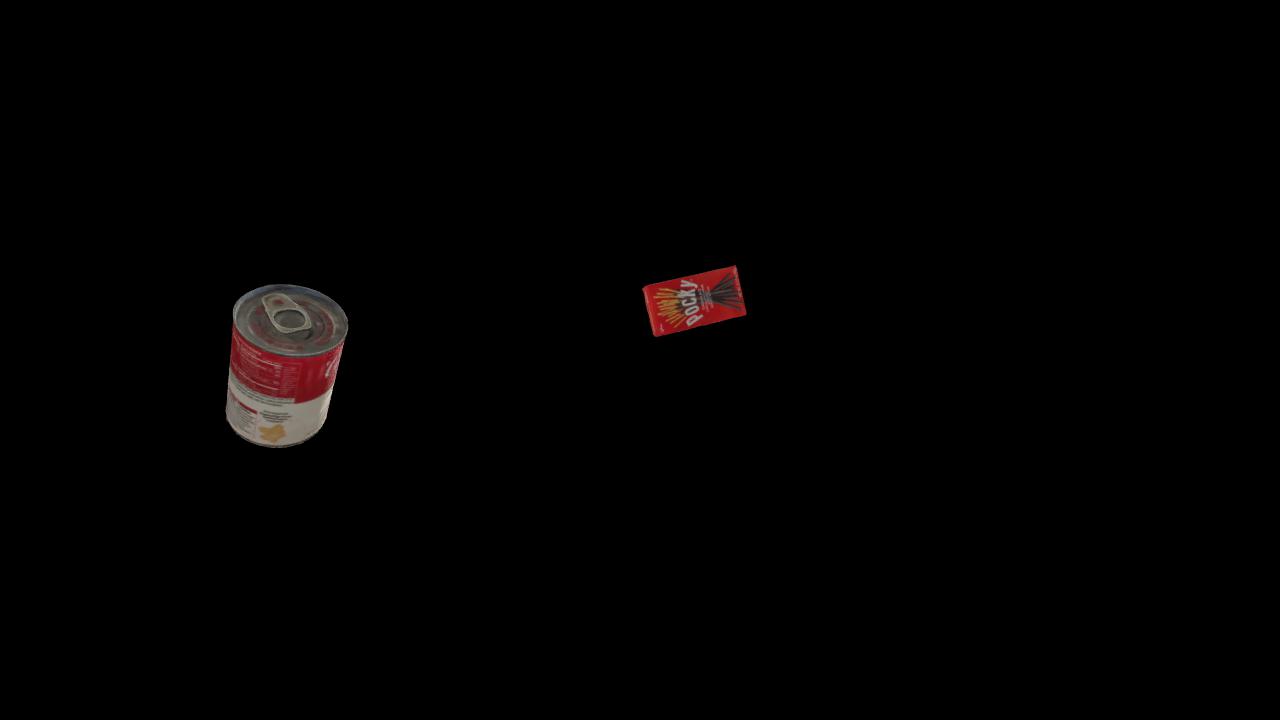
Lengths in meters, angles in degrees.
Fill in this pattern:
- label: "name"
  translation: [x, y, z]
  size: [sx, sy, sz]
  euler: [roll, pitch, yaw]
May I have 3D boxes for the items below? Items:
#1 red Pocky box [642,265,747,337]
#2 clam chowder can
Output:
- label: "red Pocky box"
  translation: [0.088, -0.093, 0.970]
  size: [0.155, 0.083, 0.028]
  euler: [-14, 5, -12]
- label: "clam chowder can"
  translation: [-0.252, 0.007, 0.436]
  size: [0.068, 0.068, 0.102]
  euler: [0, -43, -38]
